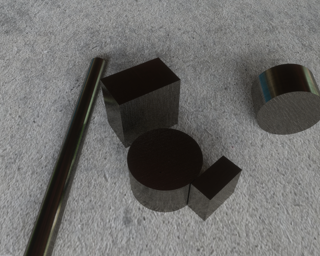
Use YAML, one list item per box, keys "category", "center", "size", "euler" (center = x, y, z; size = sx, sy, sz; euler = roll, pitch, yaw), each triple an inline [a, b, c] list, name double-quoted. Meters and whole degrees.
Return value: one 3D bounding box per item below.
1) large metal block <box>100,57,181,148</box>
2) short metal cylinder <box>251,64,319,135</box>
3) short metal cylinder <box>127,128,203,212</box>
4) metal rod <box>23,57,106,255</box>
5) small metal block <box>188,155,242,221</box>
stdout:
- category: "large metal block"
  center: [-0.023, -0.032, 0.394]
  size: [0.081, 0.080, 0.050]
  euler: [-25, 55, -20]
- category: "short metal cylinder"
  center: [0.162, -0.035, 0.398]
  size: [0.080, 0.080, 0.050]
  euler: [2, 50, 1]
- category: "short metal cylinder"
  center: [0.005, 0.047, 0.348]
  size: [0.081, 0.050, 0.080]
  euler: [0, 50, 0]
- category: "metal rod"
  center: [-0.107, 0.013, 0.390]
  size: [0.025, 0.025, 0.300]
  euler: [3, 50, 3]
- category: "small metal block"
  center: [0.058, 0.065, 0.333]
  size: [0.050, 0.050, 0.025]
  euler: [-36, 59, -26]
